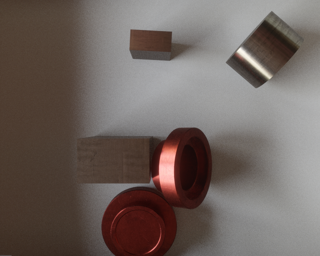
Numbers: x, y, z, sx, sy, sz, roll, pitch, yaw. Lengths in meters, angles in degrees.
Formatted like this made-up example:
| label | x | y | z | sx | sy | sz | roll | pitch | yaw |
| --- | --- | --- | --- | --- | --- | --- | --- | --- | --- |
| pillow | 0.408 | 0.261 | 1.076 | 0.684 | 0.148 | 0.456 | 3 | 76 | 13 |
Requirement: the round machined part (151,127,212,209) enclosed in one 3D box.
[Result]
| label | x | y | z | sx | sy | sz | roll | pitch | yaw |
| --- | --- | --- | --- | --- | --- | --- | --- | --- | --- |
| round machined part | 0.025 | 0.048 | 0.384 | 0.042 | 0.099 | 0.097 | -1 | 90 | 33 |

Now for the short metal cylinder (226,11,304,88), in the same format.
| label | x | y | z | sx | sy | sz | roll | pitch | yaw |
| --- | --- | --- | --- | --- | --- | --- | --- | --- | --- |
| short metal cylinder | 0.128 | -0.096 | 0.386 | 0.050 | 0.080 | 0.080 | 41 | 90 | 0 |

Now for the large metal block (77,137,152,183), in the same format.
| label | x | y | z | sx | sy | sz | roll | pitch | yaw |
| --- | --- | --- | --- | --- | --- | --- | --- | --- | --- |
| large metal block | -0.051 | 0.036 | 0.382 | 0.081 | 0.080 | 0.050 | 0 | 90 | 1 |

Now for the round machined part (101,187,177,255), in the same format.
| label | x | y | z | sx | sy | sz | roll | pitch | yaw |
| --- | --- | --- | --- | --- | --- | --- | --- | --- | --- |
| round machined part | -0.027 | 0.129 | 0.403 | 0.099 | 0.042 | 0.097 | 0 | 90 | -1 |

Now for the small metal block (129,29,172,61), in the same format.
| label | x | y | z | sx | sy | sz | roll | pitch | yaw |
| --- | --- | --- | --- | --- | --- | --- | --- | --- | --- |
| small metal block | -0.011 | -0.106 | 0.399 | 0.050 | 0.050 | 0.025 | 3 | 90 | -1 |
